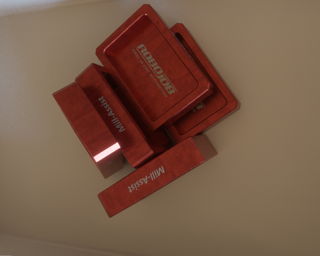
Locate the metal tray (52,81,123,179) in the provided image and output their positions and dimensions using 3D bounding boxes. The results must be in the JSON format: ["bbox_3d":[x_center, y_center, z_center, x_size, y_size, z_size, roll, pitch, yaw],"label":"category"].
[{"bbox_3d":[-0.083,0.010,0.383,0.030,0.130,0.090,-33,78,-14],"label":"metal tray"}]

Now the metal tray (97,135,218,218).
[{"bbox_3d":[0.001,0.055,0.373,0.130,0.090,0.030,-34,79,16],"label":"metal tray"}]

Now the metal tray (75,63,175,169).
[{"bbox_3d":[-0.039,-0.015,0.386,0.030,0.090,0.130,-39,78,16],"label":"metal tray"}]

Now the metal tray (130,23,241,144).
[{"bbox_3d":[0.029,-0.055,0.397,0.090,0.030,0.130,-36,78,17],"label":"metal tray"}]

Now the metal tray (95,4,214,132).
[{"bbox_3d":[-0.008,-0.071,0.376,0.090,0.030,0.130,-38,78,16],"label":"metal tray"}]
